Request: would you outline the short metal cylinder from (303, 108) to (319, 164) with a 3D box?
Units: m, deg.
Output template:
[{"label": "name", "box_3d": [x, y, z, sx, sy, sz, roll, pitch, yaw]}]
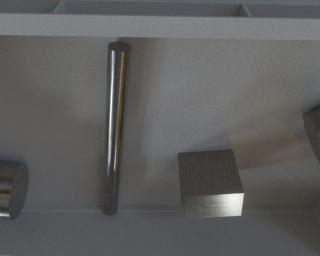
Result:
[{"label": "short metal cylinder", "box_3d": [0.219, 0.010, 0.385, 0.050, 0.080, 0.080, -19, 128, 15]}]

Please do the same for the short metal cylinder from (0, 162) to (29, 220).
[{"label": "short metal cylinder", "box_3d": [-0.228, 0.089, 0.446, 0.050, 0.080, 0.079, 7, 130, -6]}]

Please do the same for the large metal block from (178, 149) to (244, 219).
[{"label": "large metal block", "box_3d": [0.069, 0.079, 0.441, 0.080, 0.080, 0.050, -4, 130, 3]}]

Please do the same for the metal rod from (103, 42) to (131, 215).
[{"label": "metal rod", "box_3d": [-0.064, 0.025, 0.429, 0.025, 0.025, 0.298, 6, 130, -5]}]
